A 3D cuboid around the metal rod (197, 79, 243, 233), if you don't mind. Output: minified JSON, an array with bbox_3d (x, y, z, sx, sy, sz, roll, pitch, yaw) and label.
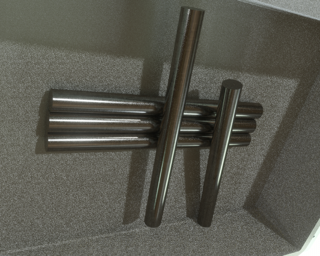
[{"bbox_3d":[0.083,0.063,0.468,0.025,0.025,0.298,-15,132,-20],"label":"metal rod"}]

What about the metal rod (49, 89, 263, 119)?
[{"bbox_3d":[0.017,-0.028,0.401,0.303,0.025,0.025,1,118,-29],"label":"metal rod"}]

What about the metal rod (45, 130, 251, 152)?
[{"bbox_3d":[0.004,0.016,0.421,0.303,0.025,0.025,1,118,-29],"label":"metal rod"}]

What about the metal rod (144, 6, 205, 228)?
[{"bbox_3d":[0.012,0.007,0.387,0.025,0.025,0.298,-5,121,-26],"label":"metal rod"}]

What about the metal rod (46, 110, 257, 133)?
[{"bbox_3d":[0.010,-0.006,0.410,0.303,0.025,0.025,1,118,-29],"label":"metal rod"}]
